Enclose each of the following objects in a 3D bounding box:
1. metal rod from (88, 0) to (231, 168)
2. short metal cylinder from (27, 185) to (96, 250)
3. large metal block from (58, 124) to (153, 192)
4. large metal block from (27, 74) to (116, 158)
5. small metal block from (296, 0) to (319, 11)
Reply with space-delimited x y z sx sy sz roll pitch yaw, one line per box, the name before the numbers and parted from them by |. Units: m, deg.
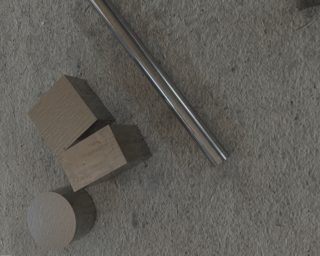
metal rod | -0.010 -0.076 0.412 0.025 0.025 0.299 -40 78 16
short metal cylinder | -0.140 0.126 0.445 0.080 0.050 0.080 0 90 20
large metal block | -0.068 0.036 0.404 0.080 0.080 0.050 -30 80 17
large metal block | -0.125 -0.016 0.440 0.080 0.050 0.080 -42 77 15
small metal block | 0.175 -0.155 0.334 0.050 0.050 0.025 -12 86 19
